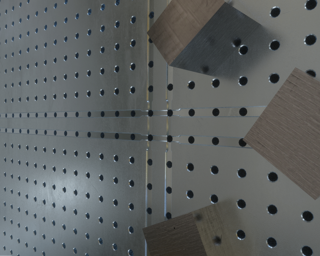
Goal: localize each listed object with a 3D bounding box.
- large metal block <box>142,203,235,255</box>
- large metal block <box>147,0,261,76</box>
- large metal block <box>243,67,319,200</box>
[{"bbox_3d":[0.035,0.143,0.365,0.080,0.050,0.080,-31,71,36],"label":"large metal block"},{"bbox_3d":[0.048,-0.107,0.335,0.080,0.081,0.050,-45,63,31],"label":"large metal block"},{"bbox_3d":[0.138,0.004,0.279,0.080,0.050,0.080,45,117,31],"label":"large metal block"}]
